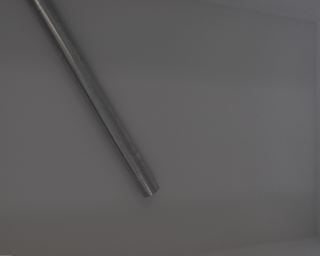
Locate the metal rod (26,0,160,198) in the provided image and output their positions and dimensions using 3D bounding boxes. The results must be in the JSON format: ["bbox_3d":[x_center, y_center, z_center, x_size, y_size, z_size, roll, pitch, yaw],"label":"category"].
[{"bbox_3d":[-0.083,-0.045,0.379,0.025,0.025,0.299,-32,101,-17],"label":"metal rod"}]
